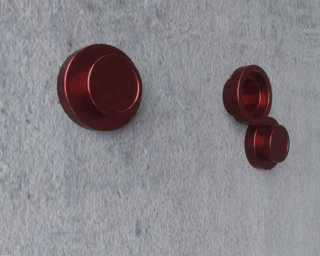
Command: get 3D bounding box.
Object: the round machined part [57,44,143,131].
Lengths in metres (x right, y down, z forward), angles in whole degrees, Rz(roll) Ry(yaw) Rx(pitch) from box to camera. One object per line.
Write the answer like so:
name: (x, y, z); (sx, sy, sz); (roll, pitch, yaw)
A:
round machined part: (-0.059, -0.045, 0.346); (0.099, 0.042, 0.097); (0, 90, -40)

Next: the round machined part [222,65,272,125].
round machined part: (0.142, -0.053, 0.516); (0.099, 0.042, 0.097); (0, 90, -40)

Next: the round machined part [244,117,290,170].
round machined part: (0.201, 0.028, 0.566); (0.099, 0.042, 0.097); (0, 90, -40)
